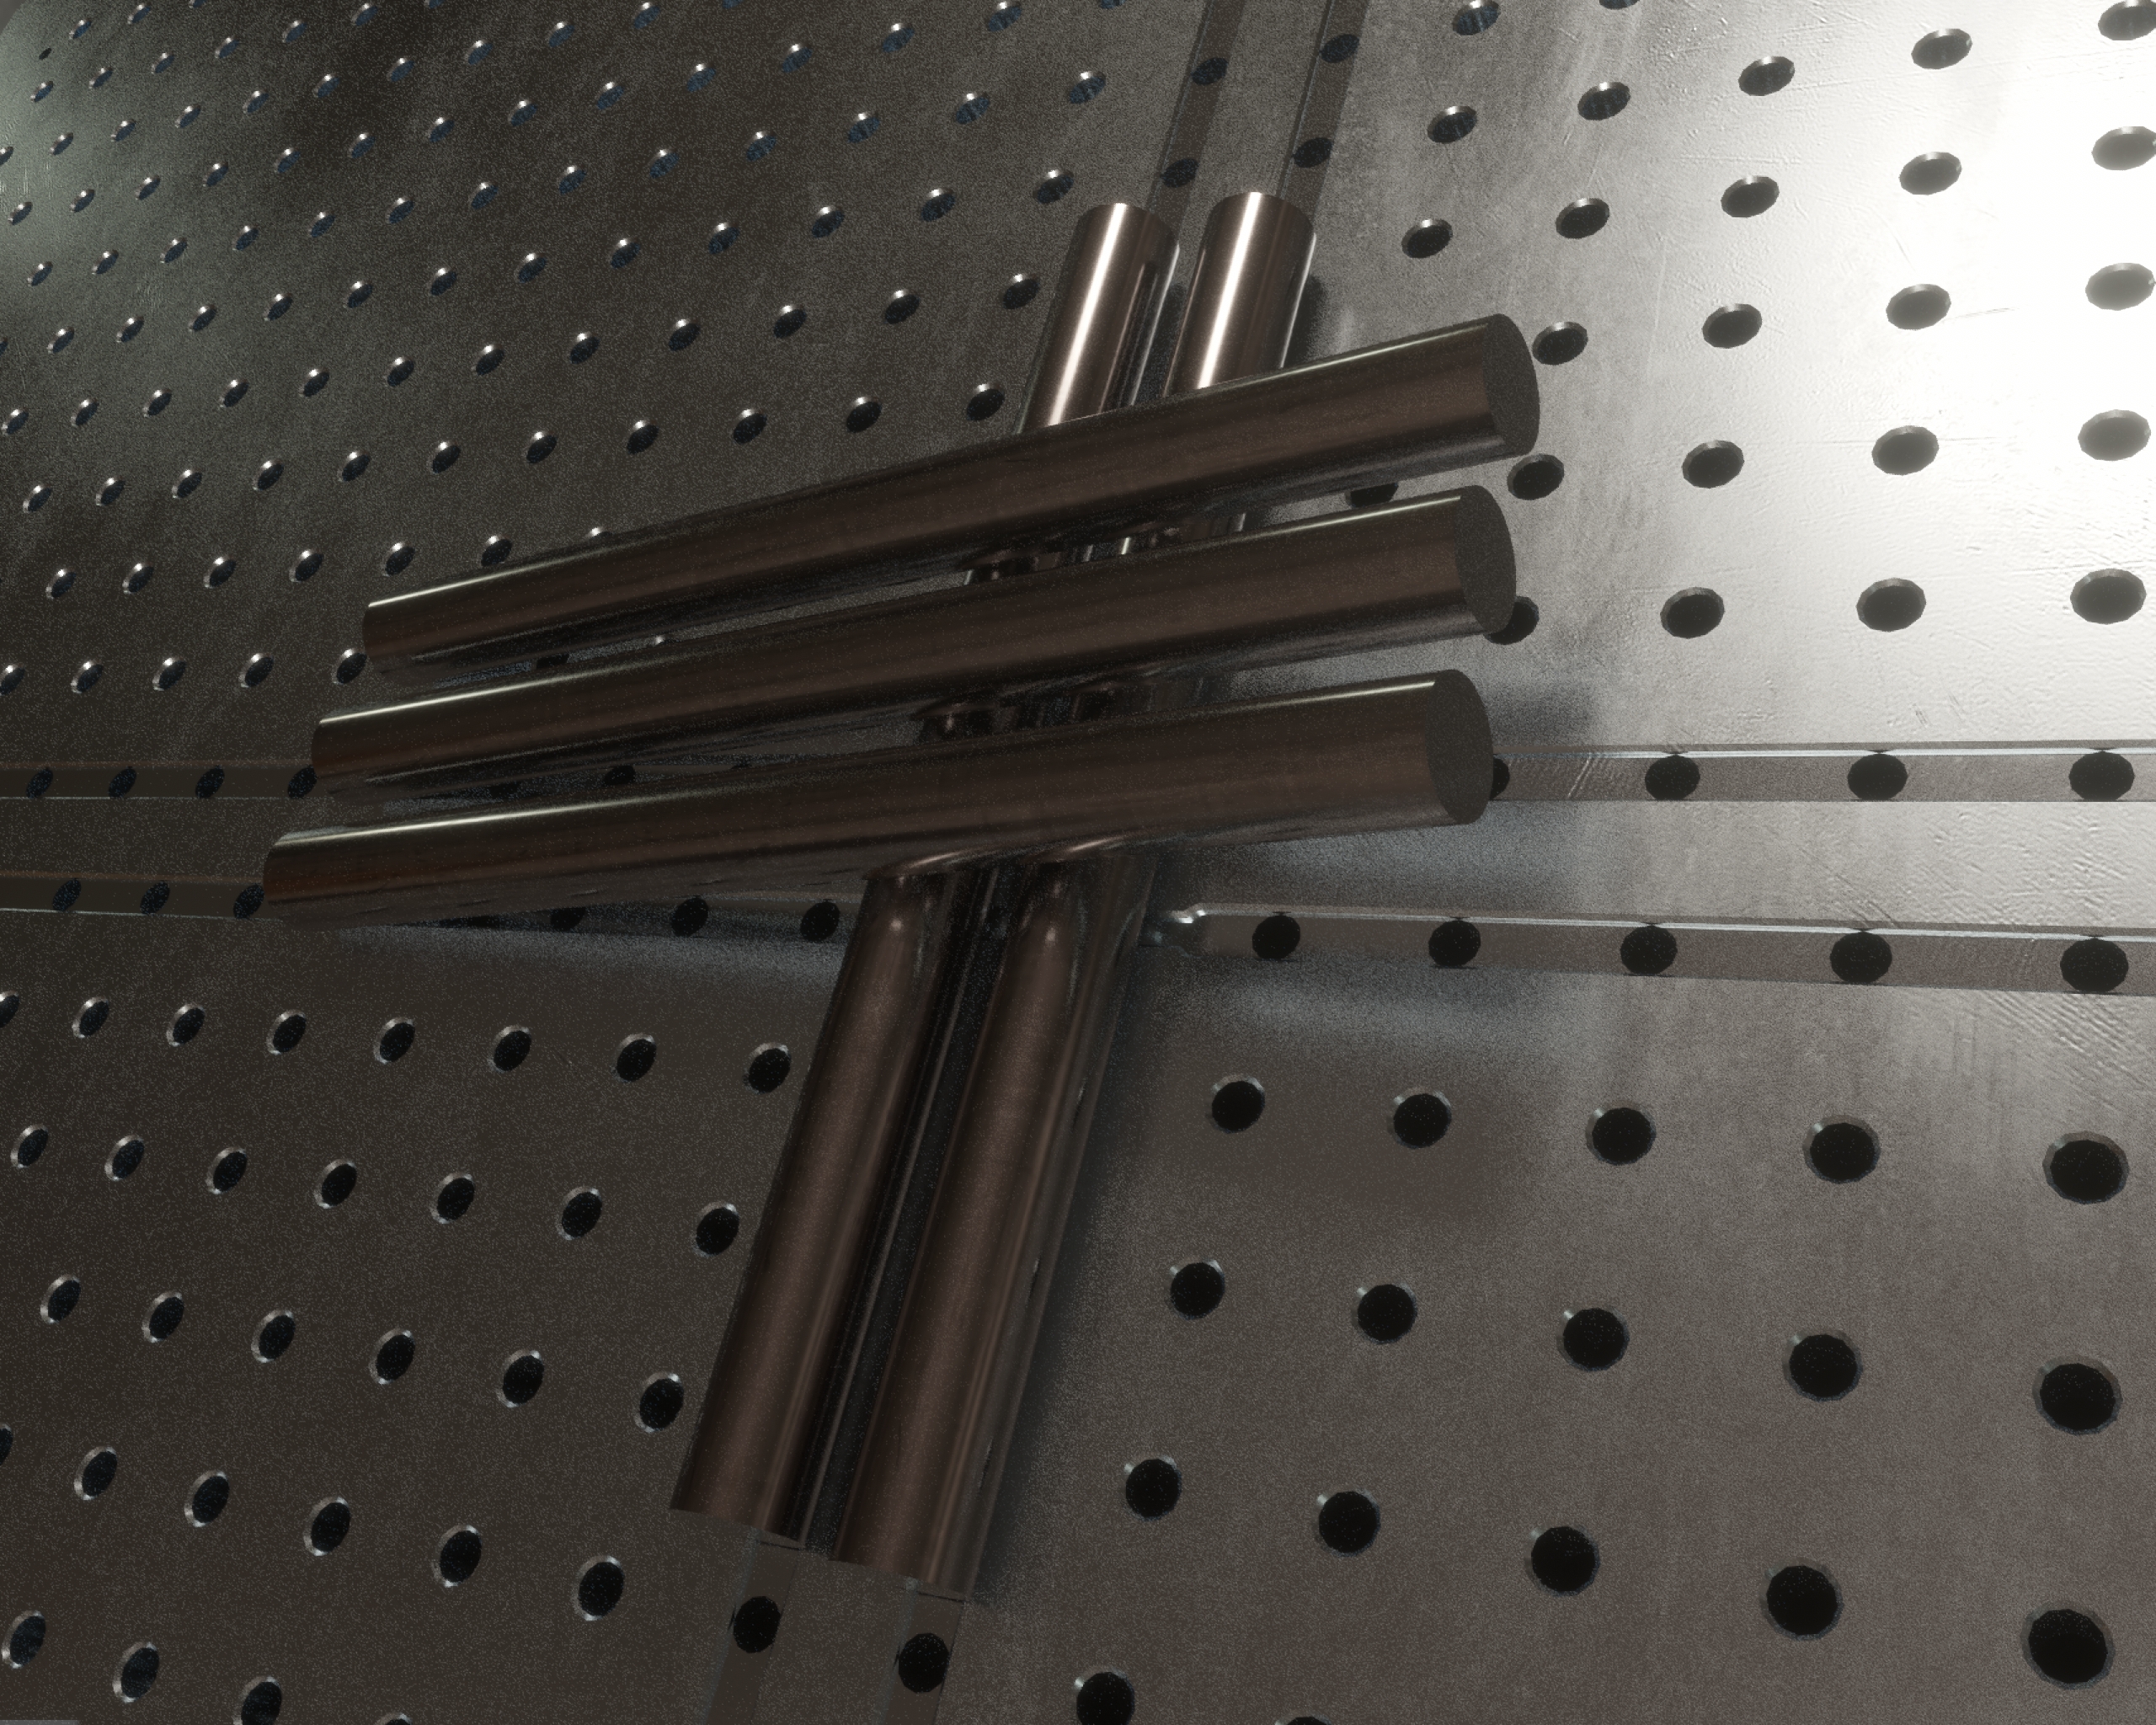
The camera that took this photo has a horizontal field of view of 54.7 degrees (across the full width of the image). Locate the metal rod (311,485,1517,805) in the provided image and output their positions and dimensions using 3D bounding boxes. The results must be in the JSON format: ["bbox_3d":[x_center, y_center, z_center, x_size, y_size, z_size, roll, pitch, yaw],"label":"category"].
[{"bbox_3d":[-0.055,-0.039,0.433,0.300,0.025,0.025,-6,59,34],"label":"metal rod"}]

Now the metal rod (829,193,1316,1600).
[{"bbox_3d":[0.006,-0.011,0.411,0.025,0.025,0.300,1,62,28],"label":"metal rod"}]

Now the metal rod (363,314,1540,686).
[{"bbox_3d":[-0.048,-0.070,0.448,0.300,0.025,0.025,-6,59,34],"label":"metal rod"}]

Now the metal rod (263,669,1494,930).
[{"bbox_3d":[-0.062,-0.007,0.416,0.300,0.025,0.025,-5,59,35],"label":"metal rod"}]

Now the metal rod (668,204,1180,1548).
[{"bbox_3d":[-0.024,-0.014,0.428,0.025,0.025,0.300,1,62,28],"label":"metal rod"}]
